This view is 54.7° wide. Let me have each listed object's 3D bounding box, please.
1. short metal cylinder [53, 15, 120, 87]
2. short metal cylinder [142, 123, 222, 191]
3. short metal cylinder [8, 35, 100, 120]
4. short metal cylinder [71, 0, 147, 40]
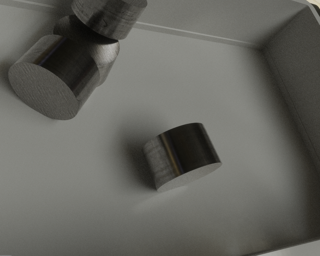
[{"bbox_3d":[-0.098,-0.096,0.395,0.081,0.050,0.080,14,56,-21],"label":"short metal cylinder"},{"bbox_3d":[0.025,0.035,0.362,0.081,0.080,0.050,-10,67,-33],"label":"short metal cylinder"},{"bbox_3d":[-0.115,-0.054,0.342,0.080,0.080,0.050,31,52,-9],"label":"short metal cylinder"},{"bbox_3d":[-0.063,-0.158,0.390,0.080,0.050,0.080,27,36,-22],"label":"short metal cylinder"}]
